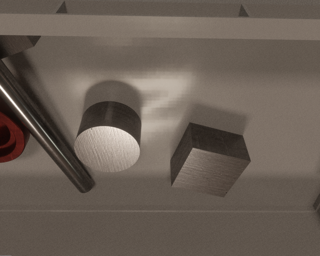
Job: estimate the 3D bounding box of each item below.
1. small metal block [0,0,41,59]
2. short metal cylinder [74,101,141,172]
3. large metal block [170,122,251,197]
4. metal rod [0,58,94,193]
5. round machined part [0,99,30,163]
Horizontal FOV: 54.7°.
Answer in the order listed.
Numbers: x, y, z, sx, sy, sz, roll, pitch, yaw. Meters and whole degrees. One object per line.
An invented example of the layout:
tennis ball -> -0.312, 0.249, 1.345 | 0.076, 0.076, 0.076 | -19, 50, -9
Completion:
small metal block -> -0.162, -0.103, 0.319 | 0.050, 0.025, 0.050 | -16, 129, 13
short metal cylinder -> -0.065, 0.012, 0.402 | 0.081, 0.050, 0.079 | 0, 130, 0
large metal block -> 0.066, 0.046, 0.433 | 0.081, 0.050, 0.079 | 14, 129, -12
metal rod -> -0.153, -0.007, 0.379 | 0.025, 0.025, 0.299 | -11, 136, 9
round machined part -> -0.215, -0.004, 0.391 | 0.099, 0.042, 0.097 | -1, 130, 0
